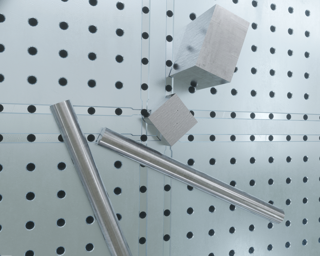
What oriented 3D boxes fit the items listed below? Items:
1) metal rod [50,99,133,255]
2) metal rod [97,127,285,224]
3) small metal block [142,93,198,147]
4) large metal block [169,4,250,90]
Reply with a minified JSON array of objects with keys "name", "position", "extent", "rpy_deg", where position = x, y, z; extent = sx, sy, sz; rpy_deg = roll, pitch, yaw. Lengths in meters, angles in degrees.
[{"name":"metal rod","position":[-0.068,0.109,0.387],"extent":[0.025,0.025,0.298],"rpy_deg":[-23,98,-19]},{"name":"metal rod","position":[0.055,0.073,0.432],"extent":[0.301,0.025,0.025],"rpy_deg":[26,81,-18]},{"name":"small metal block","position":[0.014,-0.011,0.418],"extent":[0.050,0.025,0.050],"rpy_deg":[-42,104,-15]},{"name":"large metal block","position":[0.062,-0.101,0.406],"extent":[0.050,0.080,0.080],"rpy_deg":[21,83,-19]}]
